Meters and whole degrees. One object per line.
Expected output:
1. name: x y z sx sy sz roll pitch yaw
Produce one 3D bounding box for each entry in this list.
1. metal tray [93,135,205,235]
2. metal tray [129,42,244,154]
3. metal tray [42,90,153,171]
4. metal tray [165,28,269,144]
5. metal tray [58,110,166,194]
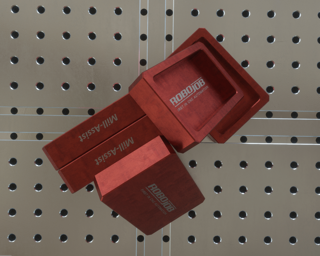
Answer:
1. metal tray: -0.006 0.074 0.367 0.090 0.130 0.030 -32 49 0
2. metal tray: 0.036 -0.041 0.357 0.090 0.030 0.131 51 45 0
3. metal tray: -0.067 0.000 0.380 0.130 0.090 0.030 -32 90 0
4. metal tray: 0.066 -0.054 0.410 0.090 0.030 0.130 -44 91 0
5. metal tray: -0.049 0.025 0.379 0.130 0.090 0.030 -32 90 0
